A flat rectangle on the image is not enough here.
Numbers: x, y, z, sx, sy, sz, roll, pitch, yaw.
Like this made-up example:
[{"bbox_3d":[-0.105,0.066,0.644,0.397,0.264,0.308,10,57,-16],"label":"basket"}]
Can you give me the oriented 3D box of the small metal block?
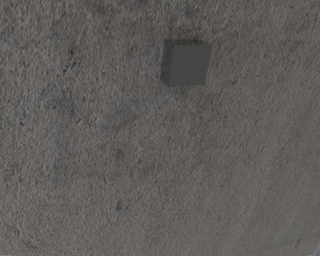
[{"bbox_3d":[0.031,-0.079,0.374,0.050,0.025,0.050,-7,122,-25],"label":"small metal block"}]
